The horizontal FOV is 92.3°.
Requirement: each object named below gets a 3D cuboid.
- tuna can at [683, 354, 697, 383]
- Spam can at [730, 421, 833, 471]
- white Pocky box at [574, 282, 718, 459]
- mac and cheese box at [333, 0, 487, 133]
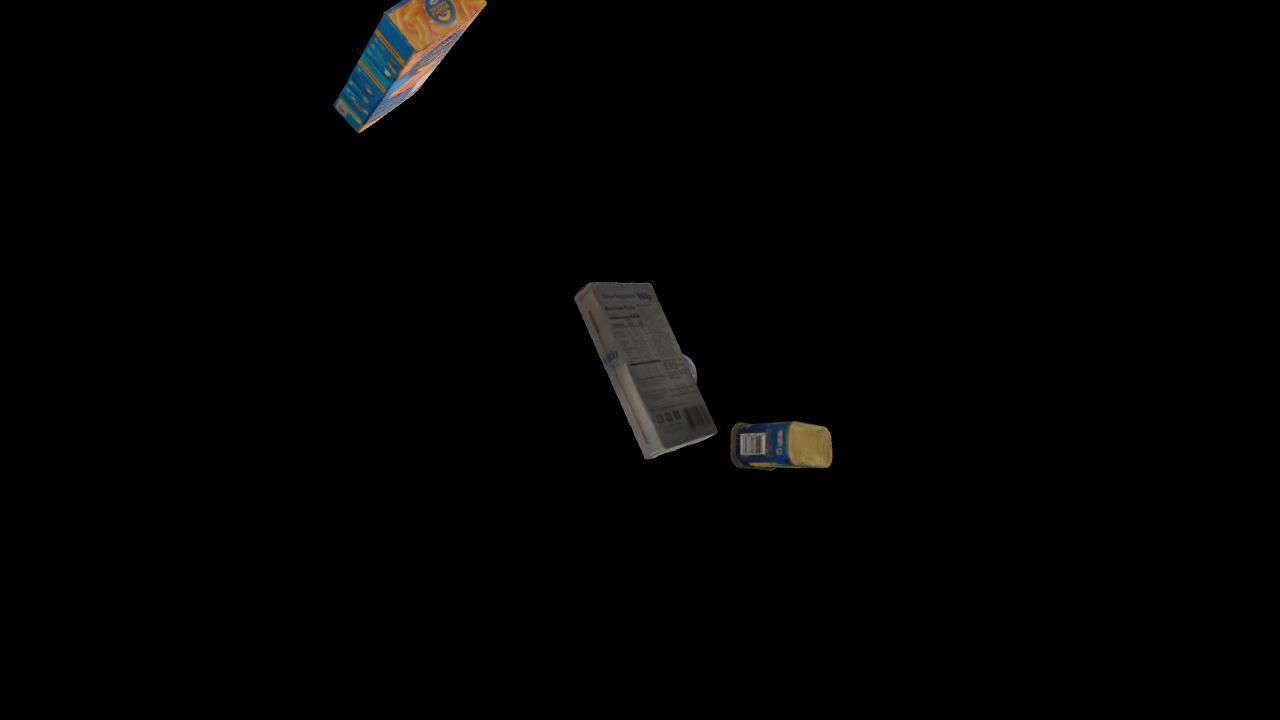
[{"bbox_3d":[0.042,0.028,0.928,0.084,0.084,0.034,0,10,-30],"label":"tuna can"},{"bbox_3d":[0.178,0.108,0.767,0.101,0.058,0.085,12,-15,-41],"label":"Spam can"},{"bbox_3d":[0.007,0.004,0.531,0.028,0.154,0.084,-35,-17,37],"label":"white Pocky box"},{"bbox_3d":[-0.221,-0.284,0.578,0.184,0.041,0.093,-6,39,52],"label":"mac and cheese box"}]
